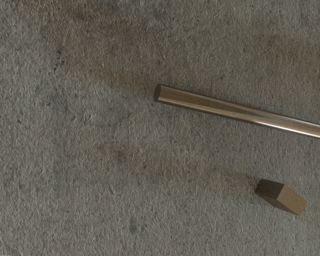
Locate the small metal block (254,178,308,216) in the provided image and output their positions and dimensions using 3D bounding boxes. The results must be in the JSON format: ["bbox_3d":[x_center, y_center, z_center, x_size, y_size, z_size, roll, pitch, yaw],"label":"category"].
[{"bbox_3d":[0.180,0.103,0.464,0.050,0.050,0.025,35,79,-17],"label":"small metal block"}]

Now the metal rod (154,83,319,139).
[{"bbox_3d":[0.135,-0.019,0.460,0.302,0.025,0.025,11,86,-20],"label":"metal rod"}]
